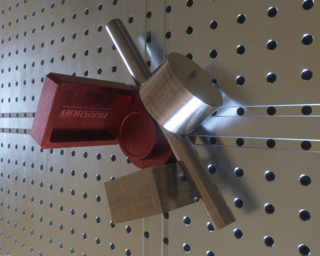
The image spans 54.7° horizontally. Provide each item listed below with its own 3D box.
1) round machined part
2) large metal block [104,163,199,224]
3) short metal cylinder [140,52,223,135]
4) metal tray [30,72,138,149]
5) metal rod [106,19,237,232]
[{"bbox_3d":[-0.018,0.008,0.411,0.098,0.042,0.097,0,90,39],"label":"round machined part"},{"bbox_3d":[-0.007,0.077,0.377,0.080,0.081,0.050,-24,75,37],"label":"large metal block"},{"bbox_3d":[0.024,-0.039,0.350,0.050,0.081,0.080,-44,64,31],"label":"short metal cylinder"},{"bbox_3d":[-0.098,-0.020,0.420,0.030,0.131,0.089,34,111,34],"label":"metal tray"},{"bbox_3d":[0.003,-0.020,0.378,0.025,0.025,0.299,-42,65,31],"label":"metal rod"}]
